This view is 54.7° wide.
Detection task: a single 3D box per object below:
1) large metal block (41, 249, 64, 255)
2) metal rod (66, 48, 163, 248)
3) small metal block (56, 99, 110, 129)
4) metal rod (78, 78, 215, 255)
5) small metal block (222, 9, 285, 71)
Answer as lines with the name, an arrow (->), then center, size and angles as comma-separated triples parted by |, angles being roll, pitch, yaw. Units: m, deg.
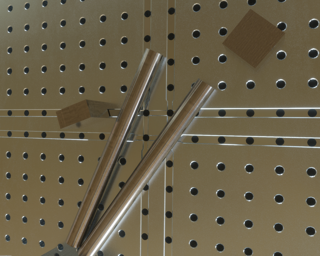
large metal block -> -0.155, 0.228, 0.438 | 0.080, 0.080, 0.050 | 25, 98, 18
metal rod -> -0.067, 0.033, 0.436 | 0.025, 0.025, 0.298 | 26, 99, 18
small metal block -> -0.108, -0.018, 0.437 | 0.050, 0.050, 0.025 | -19, 84, 19
metal rod -> -0.025, 0.064, 0.421 | 0.025, 0.025, 0.299 | 38, 102, 16
small metal block -> 0.113, -0.104, 0.373 | 0.050, 0.025, 0.050 | 42, 103, 15
